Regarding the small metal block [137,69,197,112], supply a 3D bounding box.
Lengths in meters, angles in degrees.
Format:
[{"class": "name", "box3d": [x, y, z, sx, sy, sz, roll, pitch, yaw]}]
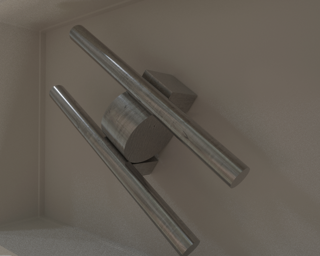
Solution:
[{"class": "small metal block", "box3d": [0.009, -0.045, 0.379, 0.050, 0.050, 0.025, 44, 117, 30]}]

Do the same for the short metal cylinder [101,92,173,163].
[{"class": "short metal cylinder", "box3d": [-0.025, -0.003, 0.388, 0.050, 0.081, 0.080, 44, 116, 31]}]

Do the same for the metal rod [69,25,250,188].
[{"class": "metal rod", "box3d": [-0.021, -0.043, 0.356, 0.300, 0.025, 0.025, 43, 116, 31]}]

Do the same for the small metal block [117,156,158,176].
[{"class": "small metal block", "box3d": [-0.040, 0.040, 0.419, 0.050, 0.050, 0.025, 44, 117, 30]}]

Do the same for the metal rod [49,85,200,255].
[{"class": "metal rod", "box3d": [-0.062, 0.034, 0.390, 0.300, 0.025, 0.025, 43, 116, 31]}]
